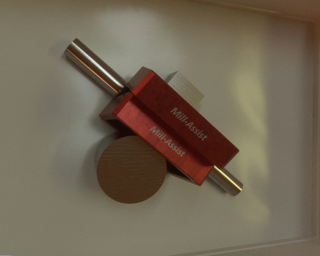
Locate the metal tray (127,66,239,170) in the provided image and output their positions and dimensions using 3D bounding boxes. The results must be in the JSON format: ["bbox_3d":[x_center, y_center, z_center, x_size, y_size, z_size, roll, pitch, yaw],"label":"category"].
[{"bbox_3d":[0.023,-0.014,0.357,0.130,0.090,0.030,41,94,-16],"label":"metal tray"}]

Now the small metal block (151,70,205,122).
[{"bbox_3d":[0.023,-0.041,0.418,0.050,0.025,0.050,42,76,-16],"label":"small metal block"}]

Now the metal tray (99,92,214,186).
[{"bbox_3d":[-0.007,0.014,0.373,0.130,0.090,0.030,41,77,-16],"label":"metal tray"}]

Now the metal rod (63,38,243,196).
[{"bbox_3d":[0.002,-0.005,0.412,0.300,0.025,0.025,41,77,-16],"label":"metal rod"}]

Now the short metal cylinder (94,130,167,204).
[{"bbox_3d":[-0.037,0.045,0.377,0.081,0.050,0.079,-2,98,-15],"label":"short metal cylinder"}]
